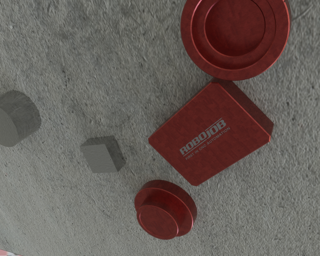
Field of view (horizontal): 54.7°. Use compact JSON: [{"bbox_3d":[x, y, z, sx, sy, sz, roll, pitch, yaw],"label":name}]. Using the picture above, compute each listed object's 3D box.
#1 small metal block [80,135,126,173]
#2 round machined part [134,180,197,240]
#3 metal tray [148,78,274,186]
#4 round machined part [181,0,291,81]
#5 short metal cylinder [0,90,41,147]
[{"bbox_3d":[-0.087,0.041,0.476,0.050,0.025,0.050,-7,115,31],"label":"small metal block"},{"bbox_3d":[0.003,0.131,0.474,0.098,0.042,0.097,13,124,20],"label":"round machined part"},{"bbox_3d":[0.057,0.007,0.377,0.090,0.030,0.129,45,129,-4],"label":"metal tray"},{"bbox_3d":[0.073,-0.098,0.296,0.098,0.042,0.097,13,124,20],"label":"round machined part"},{"bbox_3d":[-0.245,-0.016,0.507,0.080,0.050,0.079,13,124,20],"label":"short metal cylinder"}]
